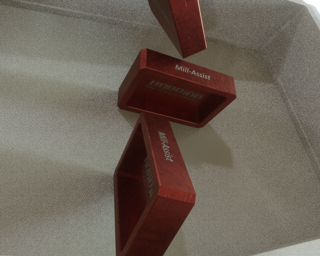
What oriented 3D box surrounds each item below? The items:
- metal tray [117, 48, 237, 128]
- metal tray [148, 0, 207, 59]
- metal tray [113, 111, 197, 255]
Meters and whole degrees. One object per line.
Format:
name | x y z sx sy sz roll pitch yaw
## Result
metal tray | 0.021 -0.046 0.404 0.131 0.090 0.030 13 57 -21
metal tray | 0.010 -0.156 0.374 0.030 0.090 0.130 -25 51 0
metal tray | -0.013 0.052 0.292 0.030 0.089 0.130 18 25 -19
